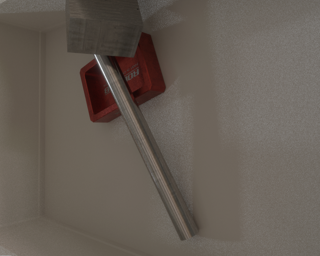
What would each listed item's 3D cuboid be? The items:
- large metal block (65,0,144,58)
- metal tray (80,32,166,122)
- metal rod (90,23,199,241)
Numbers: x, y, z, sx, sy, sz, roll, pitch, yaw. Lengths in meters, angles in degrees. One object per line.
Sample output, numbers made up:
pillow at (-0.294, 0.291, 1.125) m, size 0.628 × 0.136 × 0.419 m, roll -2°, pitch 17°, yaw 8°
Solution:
large metal block at (-0.071, -0.136, 0.378) m, size 0.050 × 0.081 × 0.080 m, roll 118°, pitch 146°, yaw -51°
metal tray at (-0.059, -0.070, 0.449) m, size 0.130 × 0.030 × 0.090 m, roll -25°, pitch 75°, yaw 37°
metal rod at (-0.029, -0.002, 0.396) m, size 0.025 × 0.025 × 0.299 m, roll -32°, pitch 80°, yaw 35°
